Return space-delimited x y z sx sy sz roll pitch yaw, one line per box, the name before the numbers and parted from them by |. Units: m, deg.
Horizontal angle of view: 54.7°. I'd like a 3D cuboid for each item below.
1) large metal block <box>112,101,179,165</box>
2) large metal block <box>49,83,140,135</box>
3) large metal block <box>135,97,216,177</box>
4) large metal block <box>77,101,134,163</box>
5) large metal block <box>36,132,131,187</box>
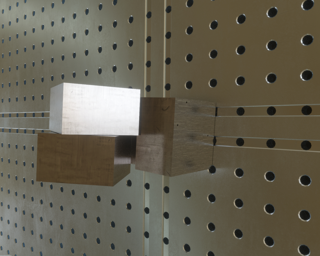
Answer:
large metal block | -0.022 0.004 0.406 0.080 0.050 0.079 4 92 39
large metal block | -0.077 -0.020 0.351 0.080 0.081 0.050 6 93 62
large metal block | 0.020 0.008 0.355 0.050 0.081 0.079 5 93 39
large metal block | -0.082 0.004 0.439 0.050 0.081 0.079 3 92 40
large metal block | -0.081 0.030 0.351 0.080 0.080 0.050 3 92 6
